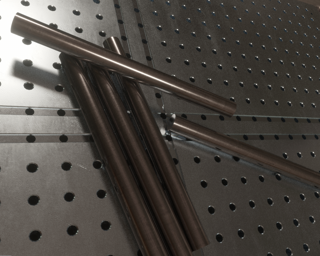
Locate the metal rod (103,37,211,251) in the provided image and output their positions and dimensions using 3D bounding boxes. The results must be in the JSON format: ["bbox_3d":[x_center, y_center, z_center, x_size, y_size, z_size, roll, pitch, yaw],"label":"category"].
[{"bbox_3d":[-0.012,0.006,0.398,0.025,0.025,0.299,-12,68,-33],"label":"metal rod"}]

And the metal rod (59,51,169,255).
[{"bbox_3d":[-0.055,0.033,0.359,0.025,0.025,0.299,-15,69,-34],"label":"metal rod"}]

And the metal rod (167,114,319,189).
[{"bbox_3d":[0.150,0.044,0.464,0.302,0.025,0.025,21,54,-16],"label":"metal rod"}]

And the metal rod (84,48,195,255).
[{"bbox_3d":[-0.034,0.023,0.377,0.025,0.025,0.299,-14,69,-34],"label":"metal rod"}]

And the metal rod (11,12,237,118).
[{"bbox_3d":[-0.032,-0.074,0.403,0.302,0.025,0.025,19,54,-18],"label":"metal rod"}]
